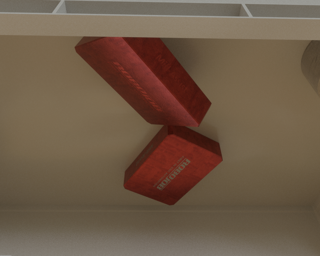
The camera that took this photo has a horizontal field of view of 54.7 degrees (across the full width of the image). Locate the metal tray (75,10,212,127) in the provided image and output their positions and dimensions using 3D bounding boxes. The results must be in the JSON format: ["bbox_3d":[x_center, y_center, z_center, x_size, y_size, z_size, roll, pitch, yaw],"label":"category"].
[{"bbox_3d":[-0.017,-0.053,0.327,0.090,0.030,0.130,4,146,51],"label":"metal tray"}]

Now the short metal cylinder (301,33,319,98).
[{"bbox_3d":[0.205,-0.067,0.339,0.081,0.050,0.079,0,130,0],"label":"short metal cylinder"}]

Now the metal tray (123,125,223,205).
[{"bbox_3d":[0.016,0.056,0.454,0.090,0.030,0.129,26,125,-21],"label":"metal tray"}]
